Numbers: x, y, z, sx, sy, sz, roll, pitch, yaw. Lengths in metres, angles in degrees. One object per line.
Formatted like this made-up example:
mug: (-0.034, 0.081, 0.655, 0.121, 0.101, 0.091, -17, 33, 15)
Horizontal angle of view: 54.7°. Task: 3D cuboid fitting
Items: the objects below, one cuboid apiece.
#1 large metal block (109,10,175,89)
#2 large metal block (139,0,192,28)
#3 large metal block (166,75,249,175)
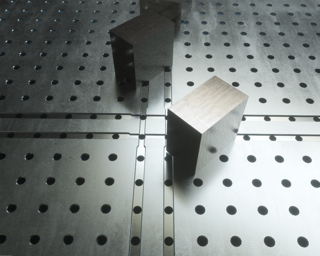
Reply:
large metal block: (-0.025, -0.120, 0.472, 0.050, 0.080, 0.080, 38, 59, 27)
large metal block: (0.013, -0.242, 0.595, 0.080, 0.050, 0.080, 15, 52, 12)
large metal block: (0.055, -0.004, 0.376, 0.080, 0.080, 0.050, -36, 59, -26)
